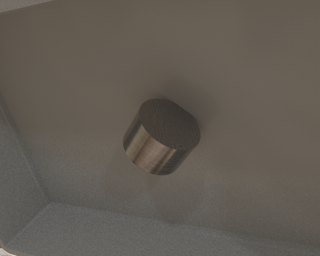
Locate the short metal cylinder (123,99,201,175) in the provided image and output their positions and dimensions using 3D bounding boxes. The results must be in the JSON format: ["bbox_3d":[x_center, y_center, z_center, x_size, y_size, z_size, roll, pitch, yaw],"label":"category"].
[{"bbox_3d":[0.002,0.010,0.377,0.080,0.080,0.050,36,129,3],"label":"short metal cylinder"}]
